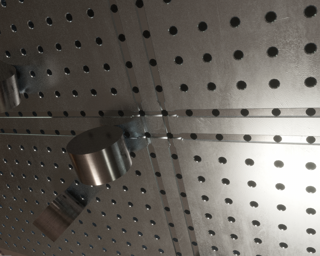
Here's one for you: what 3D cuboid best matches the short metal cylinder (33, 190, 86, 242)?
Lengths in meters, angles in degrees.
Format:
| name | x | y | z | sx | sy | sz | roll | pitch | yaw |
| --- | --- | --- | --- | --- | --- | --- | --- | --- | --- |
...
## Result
| name | x | y | z | sx | sy | sz | roll | pitch | yaw |
| --- | --- | --- | --- | --- | --- | --- | --- | --- | --- |
| short metal cylinder | -0.184 | 0.161 | 0.569 | 0.050 | 0.080 | 0.080 | 42 | 129 | -1 |

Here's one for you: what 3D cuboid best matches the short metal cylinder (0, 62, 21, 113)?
| name | x | y | z | sx | sy | sz | roll | pitch | yaw |
| --- | --- | --- | --- | --- | --- | --- | --- | --- | --- |
| short metal cylinder | -0.259 | -0.062 | 0.471 | 0.080 | 0.080 | 0.050 | 18 | 125 | 17 |

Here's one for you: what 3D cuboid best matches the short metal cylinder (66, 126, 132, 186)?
| name | x | y | z | sx | sy | sz | roll | pitch | yaw |
| --- | --- | --- | --- | --- | --- | --- | --- | --- | --- |
| short metal cylinder | -0.085 | 0.037 | 0.442 | 0.080 | 0.080 | 0.050 | 0 | 119 | 27 |
